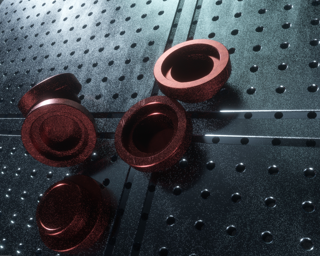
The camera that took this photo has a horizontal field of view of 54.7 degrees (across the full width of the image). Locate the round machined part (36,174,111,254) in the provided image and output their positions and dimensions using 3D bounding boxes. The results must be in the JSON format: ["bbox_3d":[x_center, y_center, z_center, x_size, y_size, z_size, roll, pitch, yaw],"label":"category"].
[{"bbox_3d":[-0.116,0.105,0.392,0.098,0.042,0.098,-13,56,20],"label":"round machined part"}]

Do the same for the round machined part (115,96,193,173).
[{"bbox_3d":[-0.004,0.011,0.392,0.098,0.042,0.098,-13,57,21],"label":"round machined part"}]

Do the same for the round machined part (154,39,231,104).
[{"bbox_3d":[0.045,-0.070,0.408,0.098,0.042,0.098,-11,47,12],"label":"round machined part"}]

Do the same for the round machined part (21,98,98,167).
[{"bbox_3d":[-0.138,0.003,0.437,0.098,0.098,0.042,-32,26,7],"label":"round machined part"}]

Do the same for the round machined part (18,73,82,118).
[{"bbox_3d":[-0.163,-0.039,0.482,0.098,0.098,0.042,-35,88,4],"label":"round machined part"}]
